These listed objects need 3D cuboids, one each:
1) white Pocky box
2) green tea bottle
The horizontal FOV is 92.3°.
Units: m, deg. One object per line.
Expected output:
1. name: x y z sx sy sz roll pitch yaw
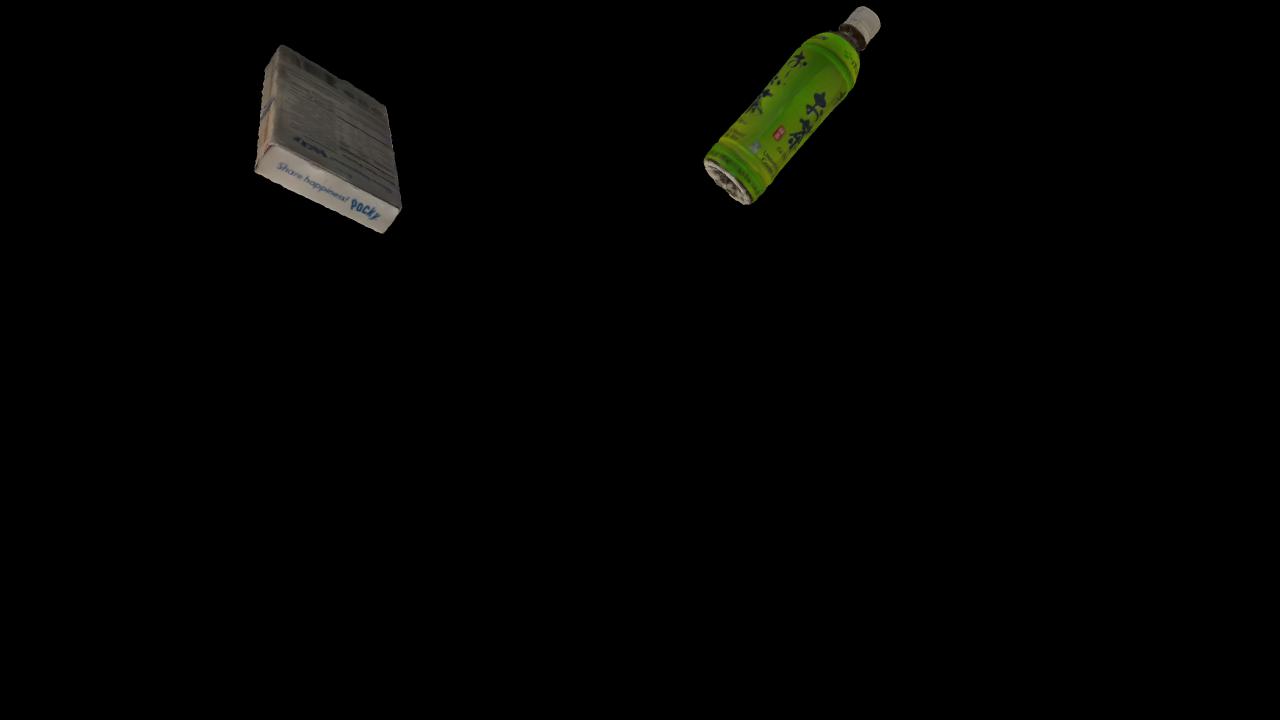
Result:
1. white Pocky box: -0.216 -0.158 0.429 0.028 0.154 0.084 -44 -42 21
2. green tea bottle: 0.155 -0.256 0.612 0.073 0.212 0.073 40 3 -3
